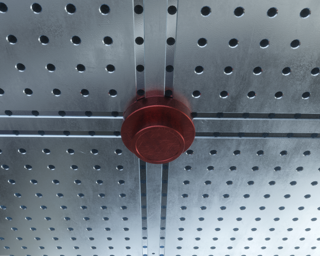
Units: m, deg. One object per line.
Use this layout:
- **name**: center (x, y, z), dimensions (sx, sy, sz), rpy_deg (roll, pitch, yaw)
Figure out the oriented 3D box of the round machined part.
- **round machined part**: center (-0.003, 0.010, 0.408), dimensions (0.099, 0.042, 0.097), rpy_deg (-1, 130, 0)
